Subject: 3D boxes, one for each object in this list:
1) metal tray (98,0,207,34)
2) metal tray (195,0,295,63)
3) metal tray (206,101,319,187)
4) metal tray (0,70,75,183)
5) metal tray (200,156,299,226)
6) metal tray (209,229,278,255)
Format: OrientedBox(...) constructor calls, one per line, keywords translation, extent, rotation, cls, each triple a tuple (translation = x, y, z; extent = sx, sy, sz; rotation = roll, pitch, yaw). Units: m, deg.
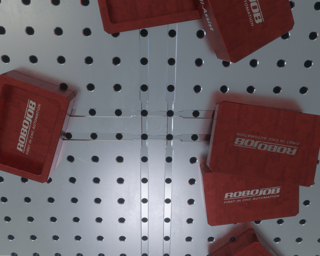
OrientedBox(translation=(-0.006, -0.163, 0.350), extent=(0.131, 0.030, 0.089), rotation=(-9, 110, 3), cls="metal tray")
OrientedBox(translation=(0.086, -0.148, 0.334), extent=(0.090, 0.030, 0.130), rotation=(-31, 116, -8), cls="metal tray")
OrientedBox(translation=(0.132, 0.019, 0.398), extent=(0.131, 0.030, 0.090), rotation=(9, 92, 2), cls="metal tray")
OrientedBox(translation=(-0.175, 0.001, 0.409), extent=(0.090, 0.030, 0.129), rotation=(19, 109, -7), cls="metal tray")
OrientedBox(translation=(0.128, 0.088, 0.444), extent=(0.131, 0.030, 0.089), rotation=(-8, 110, 2), cls="metal tray")
OrientedBox(translation=(0.153, 0.234, 0.497), extent=(0.090, 0.030, 0.130), rotation=(-39, 106, 13), cls="metal tray")
